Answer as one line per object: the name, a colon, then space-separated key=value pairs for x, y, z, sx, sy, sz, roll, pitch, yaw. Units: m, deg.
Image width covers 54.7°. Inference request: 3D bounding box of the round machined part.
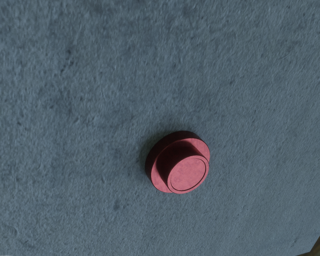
round machined part: x=0.032 y=0.056 z=0.450 sx=0.099 sy=0.042 sz=0.097 roll=-14 pitch=125 yaw=-21
